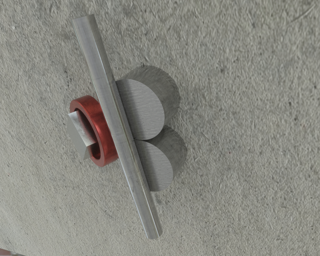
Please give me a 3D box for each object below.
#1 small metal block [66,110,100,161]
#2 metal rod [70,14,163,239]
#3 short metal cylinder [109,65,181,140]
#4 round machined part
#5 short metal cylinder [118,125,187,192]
[{"bbox_3d":[-0.101,0.009,0.415,0.050,0.025,0.050,57,151,14],"label":"small metal block"},{"bbox_3d":[-0.044,0.017,0.378,0.025,0.025,0.298,-1,118,29],"label":"metal rod"},{"bbox_3d":[-0.021,-0.032,0.384,0.080,0.050,0.079,13,124,21],"label":"short metal cylinder"},{"bbox_3d":[-0.081,0.001,0.424,0.098,0.042,0.097,40,143,39],"label":"round machined part"},{"bbox_3d":[-0.010,0.039,0.421,0.080,0.050,0.079,13,123,21],"label":"short metal cylinder"}]
